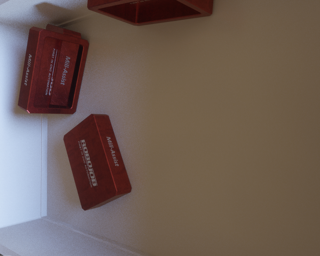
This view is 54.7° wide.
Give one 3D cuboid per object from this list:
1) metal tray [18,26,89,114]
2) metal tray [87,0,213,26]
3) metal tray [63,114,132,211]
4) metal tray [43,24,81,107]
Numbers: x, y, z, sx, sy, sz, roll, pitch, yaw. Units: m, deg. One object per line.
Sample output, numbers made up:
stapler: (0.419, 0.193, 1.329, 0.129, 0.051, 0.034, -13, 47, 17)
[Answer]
metal tray: (-0.172, -0.089, 0.506, 0.030, 0.091, 0.129, 23, 105, 36)
metal tray: (-0.013, -0.156, 0.375, 0.130, 0.091, 0.030, 8, 95, 39)
metal tray: (-0.102, 0.054, 0.488, 0.090, 0.030, 0.130, -32, 70, 35)
metal tray: (-0.182, -0.110, 0.542, 0.090, 0.030, 0.129, 31, 110, 48)
